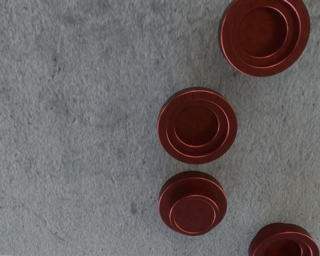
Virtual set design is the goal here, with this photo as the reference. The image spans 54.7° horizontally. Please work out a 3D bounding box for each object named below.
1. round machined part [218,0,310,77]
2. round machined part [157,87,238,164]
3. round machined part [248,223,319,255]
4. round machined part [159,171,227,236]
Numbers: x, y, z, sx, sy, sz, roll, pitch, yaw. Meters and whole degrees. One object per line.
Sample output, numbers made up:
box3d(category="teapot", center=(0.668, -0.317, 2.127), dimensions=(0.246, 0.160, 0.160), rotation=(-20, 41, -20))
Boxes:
box3d(category="round machined part", center=(0.117, -0.111, 0.361), dimensions=(0.099, 0.042, 0.097), rotation=(0, 110, -1))
box3d(category="round machined part", center=(0.046, -0.006, 0.399), dimensions=(0.099, 0.042, 0.097), rotation=(0, 110, -1))
box3d(category="round machined part", center=(0.183, 0.185, 0.472), dimensions=(0.099, 0.042, 0.097), rotation=(0, 110, -1))
box3d(category="round machined part", center=(0.047, 0.114, 0.444), dimensions=(0.099, 0.042, 0.097), rotation=(0, 110, -1))
